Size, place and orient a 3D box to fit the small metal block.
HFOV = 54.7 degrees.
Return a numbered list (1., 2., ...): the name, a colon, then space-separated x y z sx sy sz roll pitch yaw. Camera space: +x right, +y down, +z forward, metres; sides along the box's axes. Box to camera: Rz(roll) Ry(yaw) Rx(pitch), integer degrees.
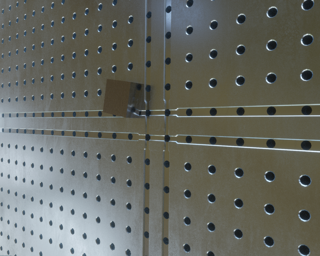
1. small metal block: -0.055 -0.043 0.452 0.050 0.025 0.050 14 99 38
